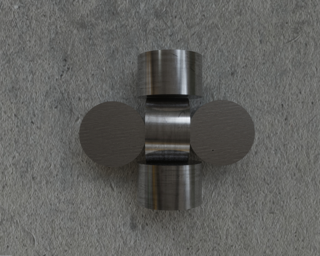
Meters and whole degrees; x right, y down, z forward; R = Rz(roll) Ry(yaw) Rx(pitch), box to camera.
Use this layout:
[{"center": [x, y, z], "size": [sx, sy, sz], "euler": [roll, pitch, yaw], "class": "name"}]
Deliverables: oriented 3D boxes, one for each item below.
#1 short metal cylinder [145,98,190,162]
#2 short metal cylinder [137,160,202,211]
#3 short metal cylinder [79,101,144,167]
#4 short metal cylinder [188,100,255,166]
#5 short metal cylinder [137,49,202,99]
[{"center": [0.009, 0.002, 0.384], "size": [0.050, 0.080, 0.080], "euler": [0, 90, 0], "class": "short metal cylinder"}, {"center": [0.012, 0.067, 0.384], "size": [0.081, 0.080, 0.050], "euler": [0, 90, 0], "class": "short metal cylinder"}, {"center": [-0.057, 0.007, 0.398], "size": [0.081, 0.050, 0.080], "euler": [0, 90, -1], "class": "short metal cylinder"}, {"center": [0.074, 0.005, 0.399], "size": [0.081, 0.050, 0.080], "euler": [0, 90, 0], "class": "short metal cylinder"}, {"center": [0.012, -0.063, 0.384], "size": [0.081, 0.080, 0.050], "euler": [0, 90, 0], "class": "short metal cylinder"}]
